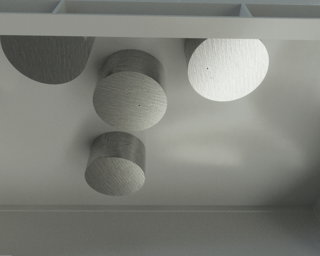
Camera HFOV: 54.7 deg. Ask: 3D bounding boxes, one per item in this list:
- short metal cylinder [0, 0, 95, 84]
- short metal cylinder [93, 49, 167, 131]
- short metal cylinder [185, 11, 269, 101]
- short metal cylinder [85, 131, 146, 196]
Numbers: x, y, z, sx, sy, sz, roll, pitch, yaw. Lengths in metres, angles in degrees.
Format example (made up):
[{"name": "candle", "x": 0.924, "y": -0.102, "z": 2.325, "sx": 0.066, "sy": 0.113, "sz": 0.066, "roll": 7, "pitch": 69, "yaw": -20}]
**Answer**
[{"name": "short metal cylinder", "x": -0.109, "y": -0.091, "z": 0.313, "sx": 0.081, "sy": 0.050, "sz": 0.079, "roll": 0, "pitch": 130, "yaw": 0}, {"name": "short metal cylinder", "x": -0.033, "y": -0.043, "z": 0.356, "sx": 0.081, "sy": 0.050, "sz": 0.079, "roll": 0, "pitch": 130, "yaw": 0}, {"name": "short metal cylinder", "x": 0.068, "y": -0.075, "z": 0.330, "sx": 0.081, "sy": 0.050, "sz": 0.079, "roll": 0, "pitch": 130, "yaw": 0}, {"name": "short metal cylinder", "x": -0.061, "y": 0.051, "z": 0.435, "sx": 0.081, "sy": 0.050, "sz": 0.079, "roll": 0, "pitch": 130, "yaw": 0}]
